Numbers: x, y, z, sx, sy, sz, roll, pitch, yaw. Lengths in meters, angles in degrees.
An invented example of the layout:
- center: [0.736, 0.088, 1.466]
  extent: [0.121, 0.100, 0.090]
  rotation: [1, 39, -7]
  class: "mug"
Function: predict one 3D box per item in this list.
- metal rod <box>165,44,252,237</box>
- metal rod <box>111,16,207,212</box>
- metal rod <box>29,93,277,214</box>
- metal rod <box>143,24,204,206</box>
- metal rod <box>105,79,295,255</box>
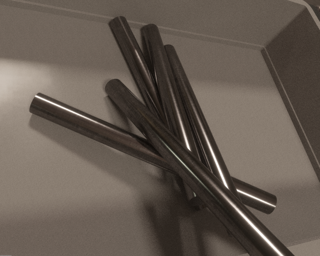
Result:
- center: [0.044, -0.011, 0.393]
  extent: [0.025, 0.025, 0.300]
  rotation: [7, 45, -25]
  class: "metal rod"
- center: [-0.003, -0.032, 0.424]
  extent: [0.025, 0.025, 0.299]
  rotation: [-12, 68, -34]
  class: "metal rod"
- center: [-0.003, 0.032, 0.362]
  extent: [0.301, 0.025, 0.025]
  rotation: [24, 53, -5]
  class: "metal rod"
- center: [0.013, -0.042, 0.402]
  extent: [0.025, 0.025, 0.300]
  rotation: [8, 47, -25]
  class: "metal rod"
- center: [0.019, 0.029, 0.315]
  extent: [0.025, 0.025, 0.300]
  rotation: [-12, 41, -33]
  class: "metal rod"
